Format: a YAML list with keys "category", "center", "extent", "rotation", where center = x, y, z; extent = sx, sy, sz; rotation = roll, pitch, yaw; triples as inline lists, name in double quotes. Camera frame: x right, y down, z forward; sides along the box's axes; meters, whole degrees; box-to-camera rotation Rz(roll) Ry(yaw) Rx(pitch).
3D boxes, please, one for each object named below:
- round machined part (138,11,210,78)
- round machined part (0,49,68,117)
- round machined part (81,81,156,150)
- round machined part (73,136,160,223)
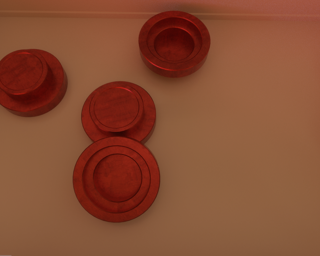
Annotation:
- category: "round machined part"
  center: [0.020, -0.114, 0.442]
  extent: [0.099, 0.042, 0.098]
  rotation: [0, 70, 0]
- category: "round machined part"
  center: [-0.182, -0.068, 0.424]
  extent: [0.099, 0.042, 0.098]
  rotation: [0, 70, 0]
- category: "round machined part"
  center: [-0.054, -0.019, 0.407]
  extent: [0.099, 0.042, 0.098]
  rotation: [0, 70, 0]
- category: "round machined part"
  center: [-0.049, 0.058, 0.369]
  extent: [0.099, 0.042, 0.097]
  rotation: [0, 89, -1]
